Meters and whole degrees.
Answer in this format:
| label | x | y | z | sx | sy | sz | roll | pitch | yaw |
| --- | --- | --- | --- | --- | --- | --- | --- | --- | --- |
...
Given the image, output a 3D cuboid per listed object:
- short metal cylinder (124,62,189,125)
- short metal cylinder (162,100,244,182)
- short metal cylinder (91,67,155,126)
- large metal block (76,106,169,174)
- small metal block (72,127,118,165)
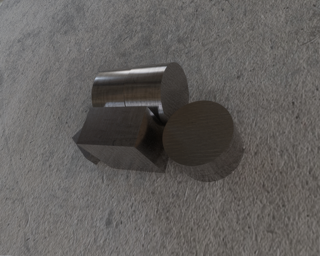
| label | x | y | z | sx | sy | sz | roll | pitch | yaw |
| --- | --- | --- | --- | --- | --- | --- | --- | --- | --- |
| short metal cylinder | -0.002 | -0.042 | 0.398 | 0.050 | 0.080 | 0.080 | 1 | 62 | 29 |
| short metal cylinder | 0.050 | 0.016 | 0.353 | 0.080 | 0.050 | 0.080 | -13 | 56 | 21 |
| short metal cylinder | -0.047 | -0.042 | 0.421 | 0.050 | 0.080 | 0.080 | 1 | 62 | 29 |
| large metal block | -0.039 | 0.016 | 0.382 | 0.080 | 0.080 | 0.050 | 1 | 62 | 28 |
| small metal block | -0.091 | 0.016 | 0.444 | 0.050 | 0.025 | 0.050 | -44 | 51 | -3 |
